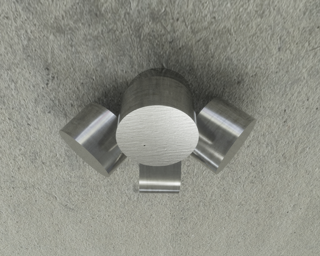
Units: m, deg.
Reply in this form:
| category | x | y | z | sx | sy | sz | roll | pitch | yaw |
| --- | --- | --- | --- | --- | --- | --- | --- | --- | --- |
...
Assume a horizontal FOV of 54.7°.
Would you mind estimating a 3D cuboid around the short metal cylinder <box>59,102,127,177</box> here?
| category | x | y | z | sx | sy | sz | roll | pitch | yaw |
| --- | --- | --- | --- | --- | --- | --- | --- | --- | --- |
| short metal cylinder | -0.075 | 0.015 | 0.377 | 0.080 | 0.050 | 0.080 | 35 | 158 | 17 |

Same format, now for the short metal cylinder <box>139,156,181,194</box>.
| category | x | y | z | sx | sy | sz | roll | pitch | yaw |
| --- | --- | --- | --- | --- | --- | --- | --- | --- | --- |
| short metal cylinder | -0.001 | 0.047 | 0.411 | 0.050 | 0.080 | 0.079 | 1 | 130 | -2 |

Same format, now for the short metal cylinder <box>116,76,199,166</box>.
| category | x | y | z | sx | sy | sz | roll | pitch | yaw |
| --- | --- | --- | --- | --- | --- | --- | --- | --- | --- |
| short metal cylinder | -0.003 | -0.006 | 0.321 | 0.081 | 0.050 | 0.079 | 0 | 130 | 0 |

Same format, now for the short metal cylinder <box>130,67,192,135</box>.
| category | x | y | z | sx | sy | sz | roll | pitch | yaw |
| --- | --- | --- | --- | --- | --- | --- | --- | --- | --- |
| short metal cylinder | 0.000 | -0.025 | 0.371 | 0.081 | 0.050 | 0.079 | 0 | 130 | 0 |

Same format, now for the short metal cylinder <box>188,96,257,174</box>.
| category | x | y | z | sx | sy | sz | roll | pitch | yaw |
| --- | --- | --- | --- | --- | --- | --- | --- | --- | --- |
| short metal cylinder | 0.071 | 0.009 | 0.374 | 0.050 | 0.081 | 0.079 | 37 | 131 | 20 |
